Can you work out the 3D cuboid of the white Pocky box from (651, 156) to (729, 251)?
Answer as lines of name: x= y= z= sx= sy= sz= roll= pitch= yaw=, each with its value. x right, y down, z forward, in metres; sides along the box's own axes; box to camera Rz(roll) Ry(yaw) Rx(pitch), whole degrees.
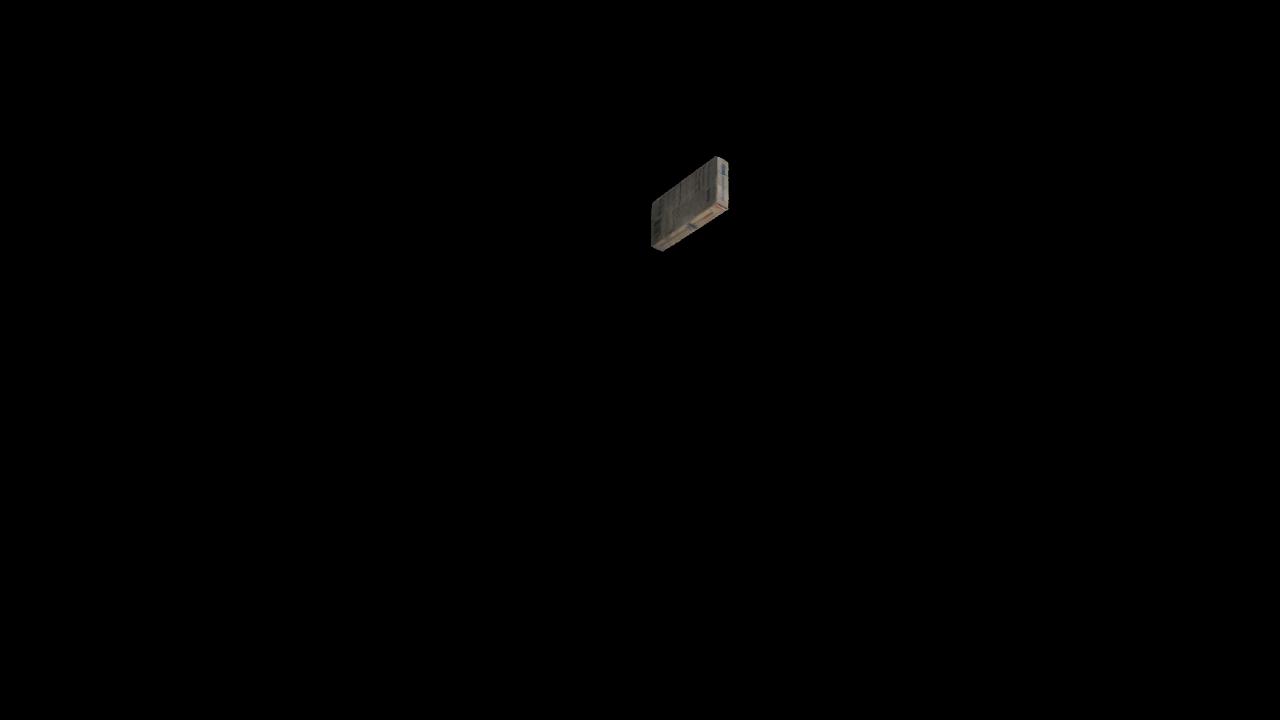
white Pocky box: x=0.072 y=-0.232 z=0.926 sx=0.028 sy=0.084 sz=0.154 roll=16 pitch=-24 yaw=-33
